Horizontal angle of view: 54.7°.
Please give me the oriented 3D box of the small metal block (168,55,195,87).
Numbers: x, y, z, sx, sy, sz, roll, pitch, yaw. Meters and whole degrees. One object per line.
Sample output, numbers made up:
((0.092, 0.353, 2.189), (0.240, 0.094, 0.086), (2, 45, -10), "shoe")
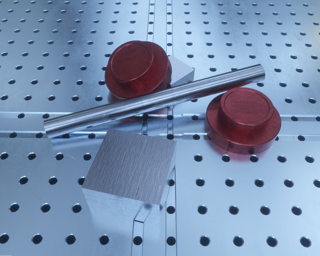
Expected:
((0.017, -0.081, 0.475), (0.050, 0.025, 0.050), (-36, 59, -26), "small metal block")

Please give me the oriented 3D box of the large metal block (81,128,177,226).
((-0.030, 0.053, 0.347), (0.080, 0.050, 0.080), (11, 51, 9), "large metal block")

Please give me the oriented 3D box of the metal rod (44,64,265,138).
((-0.003, -0.038, 0.421), (0.302, 0.025, 0.025), (-15, 52, -6), "metal rod")

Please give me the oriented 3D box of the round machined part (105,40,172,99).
((-0.035, -0.086, 0.447), (0.098, 0.042, 0.098), (-7, 65, 15), "round machined part")

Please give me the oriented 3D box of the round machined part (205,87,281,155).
((0.111, -0.016, 0.411), (0.099, 0.042, 0.098), (0, 50, 0), "round machined part")
